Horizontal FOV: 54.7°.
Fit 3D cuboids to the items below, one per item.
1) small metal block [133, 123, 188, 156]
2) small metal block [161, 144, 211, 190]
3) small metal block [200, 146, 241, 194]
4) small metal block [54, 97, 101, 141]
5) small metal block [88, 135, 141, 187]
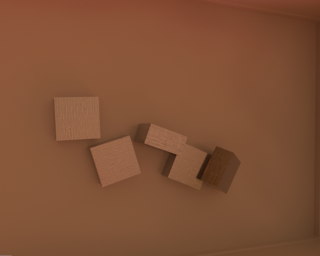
[{"bbox_3d":[-0.001,0.014,0.397,0.050,0.050,0.025,21,83,-19],"label":"small metal block"},{"bbox_3d":[0.037,0.051,0.424,0.050,0.025,0.050,24,82,-19],"label":"small metal block"},{"bbox_3d":[0.085,0.059,0.428,0.050,0.025,0.050,-63,148,-9],"label":"small metal block"},{"bbox_3d":[-0.100,-0.011,0.373,0.050,0.025,0.050,-3,91,-20],"label":"small metal block"},{"bbox_3d":[-0.058,0.040,0.389,0.050,0.025,0.050,-18,96,-19],"label":"small metal block"}]
